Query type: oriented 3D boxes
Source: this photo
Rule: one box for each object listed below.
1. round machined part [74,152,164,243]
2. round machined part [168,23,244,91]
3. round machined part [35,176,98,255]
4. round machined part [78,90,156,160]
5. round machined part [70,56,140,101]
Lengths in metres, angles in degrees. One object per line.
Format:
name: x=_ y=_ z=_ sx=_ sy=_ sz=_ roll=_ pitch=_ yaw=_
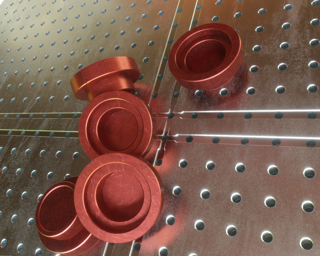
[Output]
round machined part: x=-0.043 y=0.076 z=0.355 sx=0.098 sy=0.042 sz=0.097 roll=-1 pitch=86 yaw=10
round machined part: x=0.064 y=-0.090 z=0.418 sx=0.098 sy=0.042 sz=0.098 roll=-13 pitch=56 yaw=20
round machined part: x=-0.116 y=0.106 z=0.391 sx=0.098 sy=0.042 sz=0.098 roll=-13 pitch=56 yaw=20
round machined part: x=-0.052 y=0.002 z=0.405 sx=0.098 sy=0.042 sz=0.097 roll=-1 pitch=85 yaw=13
round machined part: x=-0.074 y=-0.060 z=0.443 sx=0.098 sy=0.098 sz=0.042 roll=-24 pitch=82 yaw=13
